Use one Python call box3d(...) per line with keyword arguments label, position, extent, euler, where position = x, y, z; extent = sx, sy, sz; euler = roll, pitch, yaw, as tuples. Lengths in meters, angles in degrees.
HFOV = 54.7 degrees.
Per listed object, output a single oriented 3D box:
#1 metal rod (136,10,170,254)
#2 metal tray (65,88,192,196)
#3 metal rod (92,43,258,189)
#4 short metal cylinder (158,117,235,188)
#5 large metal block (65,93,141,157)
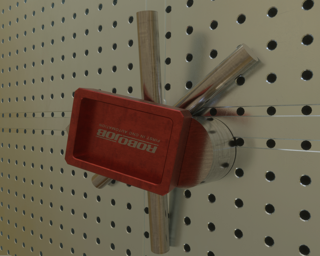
box3d(label="metal rod", position=(-0.007, 0.013, 0.384), extent=(0.025, 0.025, 0.298), euler=(5, 102, 39))
box3d(label="metal tray", position=(-0.038, 0.011, 0.344), extent=(0.130, 0.030, 0.089), euler=(14, 99, 20))
box3d(label="metal rod", position=(0.000, 0.002, 0.408), extent=(0.299, 0.025, 0.025), euler=(-41, 66, 32))
box3d(label="short metal cylinder", position=(0.039, 0.026, 0.358), extent=(0.080, 0.050, 0.079), euler=(0, 90, 39))
box3d(label="large metal block", position=(-0.068, -0.001, 0.426), extent=(0.080, 0.081, 0.050), euler=(-41, 65, 32))
